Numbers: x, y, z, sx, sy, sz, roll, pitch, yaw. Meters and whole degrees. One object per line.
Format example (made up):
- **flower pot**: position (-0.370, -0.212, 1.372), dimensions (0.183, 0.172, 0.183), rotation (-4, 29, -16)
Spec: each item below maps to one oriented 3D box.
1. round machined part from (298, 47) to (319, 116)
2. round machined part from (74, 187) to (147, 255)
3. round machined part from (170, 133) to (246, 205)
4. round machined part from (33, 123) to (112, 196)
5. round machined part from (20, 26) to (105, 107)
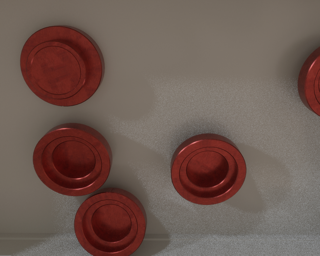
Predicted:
- **round machined part**: position (0.220, -0.061, 0.383), dimensions (0.099, 0.042, 0.097), rotation (0, 110, -1)
- **round machined part**: position (-0.067, 0.132, 0.442), dimensions (0.099, 0.042, 0.097), rotation (0, 96, 3)
- **round machined part**: position (0.063, 0.052, 0.422), dimensions (0.099, 0.042, 0.097), rotation (0, 110, -1)
- **round machined part**: position (-0.113, 0.039, 0.415), dimensions (0.099, 0.042, 0.097), rotation (0, 110, -1)
- **round machined part**: position (-0.119, -0.072, 0.374), dimensions (0.099, 0.042, 0.097), rotation (0, 110, -1)
